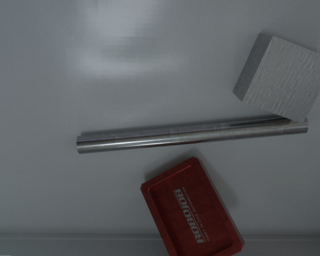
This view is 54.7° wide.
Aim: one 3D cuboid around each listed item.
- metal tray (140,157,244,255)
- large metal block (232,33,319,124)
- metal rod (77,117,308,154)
[{"bbox_3d":[0.041,0.115,0.412,0.090,0.030,0.130,-30,70,10],"label":"metal tray"},{"bbox_3d":[0.147,-0.061,0.377,0.080,0.050,0.079,19,109,-7],"label":"large metal block"},{"bbox_3d":[0.041,0.009,0.415,0.302,0.025,0.025,-5,110,1],"label":"metal rod"}]
